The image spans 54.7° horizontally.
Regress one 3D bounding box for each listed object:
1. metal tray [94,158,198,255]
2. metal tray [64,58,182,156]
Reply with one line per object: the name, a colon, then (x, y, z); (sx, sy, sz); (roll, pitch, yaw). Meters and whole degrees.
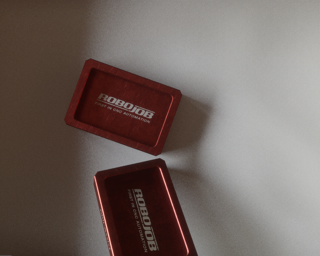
metal tray: (-0.020, 0.107, 0.368); (0.091, 0.030, 0.130); (-10, 63, -19)
metal tray: (-0.047, -0.026, 0.408); (0.131, 0.030, 0.090); (20, 90, 0)
